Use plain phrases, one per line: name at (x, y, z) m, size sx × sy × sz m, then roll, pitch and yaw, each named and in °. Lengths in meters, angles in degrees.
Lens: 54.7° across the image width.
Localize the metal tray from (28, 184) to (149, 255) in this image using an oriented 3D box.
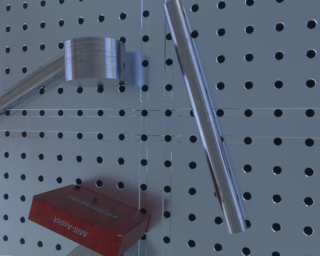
metal tray at (-0.091, 0.117, 0.408) m, size 0.130 × 0.090 × 0.030 m, roll 17°, pitch 96°, yaw 18°

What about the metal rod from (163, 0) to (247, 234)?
metal rod at (0.055, -0.018, 0.392) m, size 0.025 × 0.025 × 0.298 m, roll -17°, pitch 84°, yaw 19°

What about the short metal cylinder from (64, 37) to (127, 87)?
short metal cylinder at (-0.085, -0.085, 0.412) m, size 0.080 × 0.080 × 0.050 m, roll -2°, pitch 89°, yaw 19°

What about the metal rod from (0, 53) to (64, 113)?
metal rod at (-0.243, -0.047, 0.496) m, size 0.300 × 0.025 × 0.025 m, roll -27°, pitch 82°, yaw 17°

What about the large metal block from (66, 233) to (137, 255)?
large metal block at (-0.081, 0.191, 0.427) m, size 0.080 × 0.050 × 0.080 m, roll -42°, pitch 77°, yaw 15°
